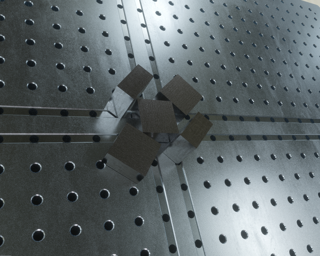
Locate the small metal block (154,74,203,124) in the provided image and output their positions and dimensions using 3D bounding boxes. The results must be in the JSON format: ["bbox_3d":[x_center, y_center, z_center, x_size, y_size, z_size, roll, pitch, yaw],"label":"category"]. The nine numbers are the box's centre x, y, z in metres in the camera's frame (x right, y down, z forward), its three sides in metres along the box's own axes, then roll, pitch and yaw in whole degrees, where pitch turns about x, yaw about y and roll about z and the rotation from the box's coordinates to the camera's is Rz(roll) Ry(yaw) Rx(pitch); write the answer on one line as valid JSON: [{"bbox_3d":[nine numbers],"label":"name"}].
[{"bbox_3d":[0.026,-0.042,0.447,0.050,0.025,0.050,43,51,1],"label":"small metal block"}]

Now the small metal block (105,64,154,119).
[{"bbox_3d":[-0.040,-0.046,0.398,0.025,0.050,0.050,38,52,-4],"label":"small metal block"}]

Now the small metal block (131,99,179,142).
[{"bbox_3d":[-0.007,-0.009,0.409,0.050,0.025,0.050,3,59,-25],"label":"small metal block"}]

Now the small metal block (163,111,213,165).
[{"bbox_3d":[0.036,0.013,0.402,0.025,0.050,0.050,41,51,0],"label":"small metal block"}]

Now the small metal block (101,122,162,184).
[{"bbox_3d":[-0.033,0.030,0.371,0.050,0.025,0.050,33,51,-7],"label":"small metal block"}]
